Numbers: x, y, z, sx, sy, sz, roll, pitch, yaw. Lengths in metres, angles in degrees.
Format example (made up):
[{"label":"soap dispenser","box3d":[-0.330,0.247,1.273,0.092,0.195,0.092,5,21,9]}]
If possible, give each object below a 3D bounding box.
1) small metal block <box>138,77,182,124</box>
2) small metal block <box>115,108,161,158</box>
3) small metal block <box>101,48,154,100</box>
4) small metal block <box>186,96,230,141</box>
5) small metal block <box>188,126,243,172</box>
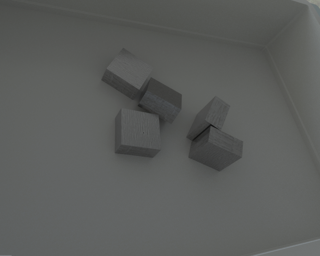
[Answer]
[{"label":"small metal block","box3d":[0.001,-0.038,0.417,0.050,0.025,0.050,28,27,-11]},{"label":"small metal block","box3d":[-0.028,0.007,0.386,0.050,0.025,0.050,10,58,-23]},{"label":"small metal block","box3d":[-0.044,-0.075,0.427,0.050,0.025,0.050,33,51,-7]},{"label":"small metal block","box3d":[0.067,-0.009,0.431,0.025,0.050,0.050,34,51,-6]},{"label":"small metal block","box3d":[0.074,0.029,0.411,0.050,0.050,0.025,25,53,-13]}]
